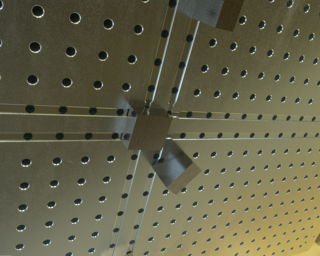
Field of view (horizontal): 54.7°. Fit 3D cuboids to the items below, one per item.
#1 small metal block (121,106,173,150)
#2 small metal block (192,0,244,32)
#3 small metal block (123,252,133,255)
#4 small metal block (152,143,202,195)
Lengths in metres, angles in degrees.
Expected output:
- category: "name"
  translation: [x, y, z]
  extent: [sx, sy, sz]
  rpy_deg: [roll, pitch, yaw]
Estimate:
- category: "small metal block"
  translation: [-0.017, 0.001, 0.404]
  extent: [0.050, 0.025, 0.050]
  rpy_deg: [4, 117, -31]
- category: "small metal block"
  translation: [0.066, -0.141, 0.346]
  extent: [0.025, 0.050, 0.050]
  rpy_deg: [2, 118, -30]
- category: "small metal block"
  translation: [-0.065, 0.249, 0.531]
  extent: [0.050, 0.025, 0.050]
  rpy_deg: [-17, 125, -19]
- category: "small metal block"
  translation: [0.023, 0.058, 0.446]
  extent: [0.050, 0.050, 0.025]
  rpy_deg: [-44, 130, 2]
